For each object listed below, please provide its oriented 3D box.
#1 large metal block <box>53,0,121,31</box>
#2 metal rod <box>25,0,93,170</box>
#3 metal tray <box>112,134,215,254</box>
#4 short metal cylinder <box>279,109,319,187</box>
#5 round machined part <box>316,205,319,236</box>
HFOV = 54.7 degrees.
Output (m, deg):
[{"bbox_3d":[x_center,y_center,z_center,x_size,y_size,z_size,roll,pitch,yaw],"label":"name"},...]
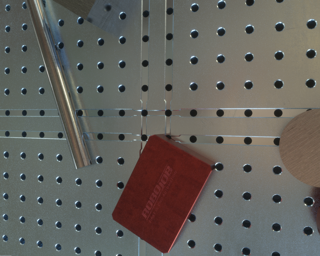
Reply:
[{"bbox_3d":[-0.101,-0.197,0.434,0.080,0.050,0.080,34,101,16],"label":"large metal block"},{"bbox_3d":[-0.158,-0.084,0.466,0.025,0.025,0.299,-21,83,18],"label":"metal rod"},{"bbox_3d":[0.004,0.084,0.408,0.090,0.030,0.129,29,99,17],"label":"metal tray"},{"bbox_3d":[0.173,0.022,0.334,0.080,0.050,0.080,-2,84,23],"label":"short metal cylinder"},{"bbox_3d":[0.215,0.095,0.320,0.098,0.042,0.097,2,102,11],"label":"round machined part"}]
